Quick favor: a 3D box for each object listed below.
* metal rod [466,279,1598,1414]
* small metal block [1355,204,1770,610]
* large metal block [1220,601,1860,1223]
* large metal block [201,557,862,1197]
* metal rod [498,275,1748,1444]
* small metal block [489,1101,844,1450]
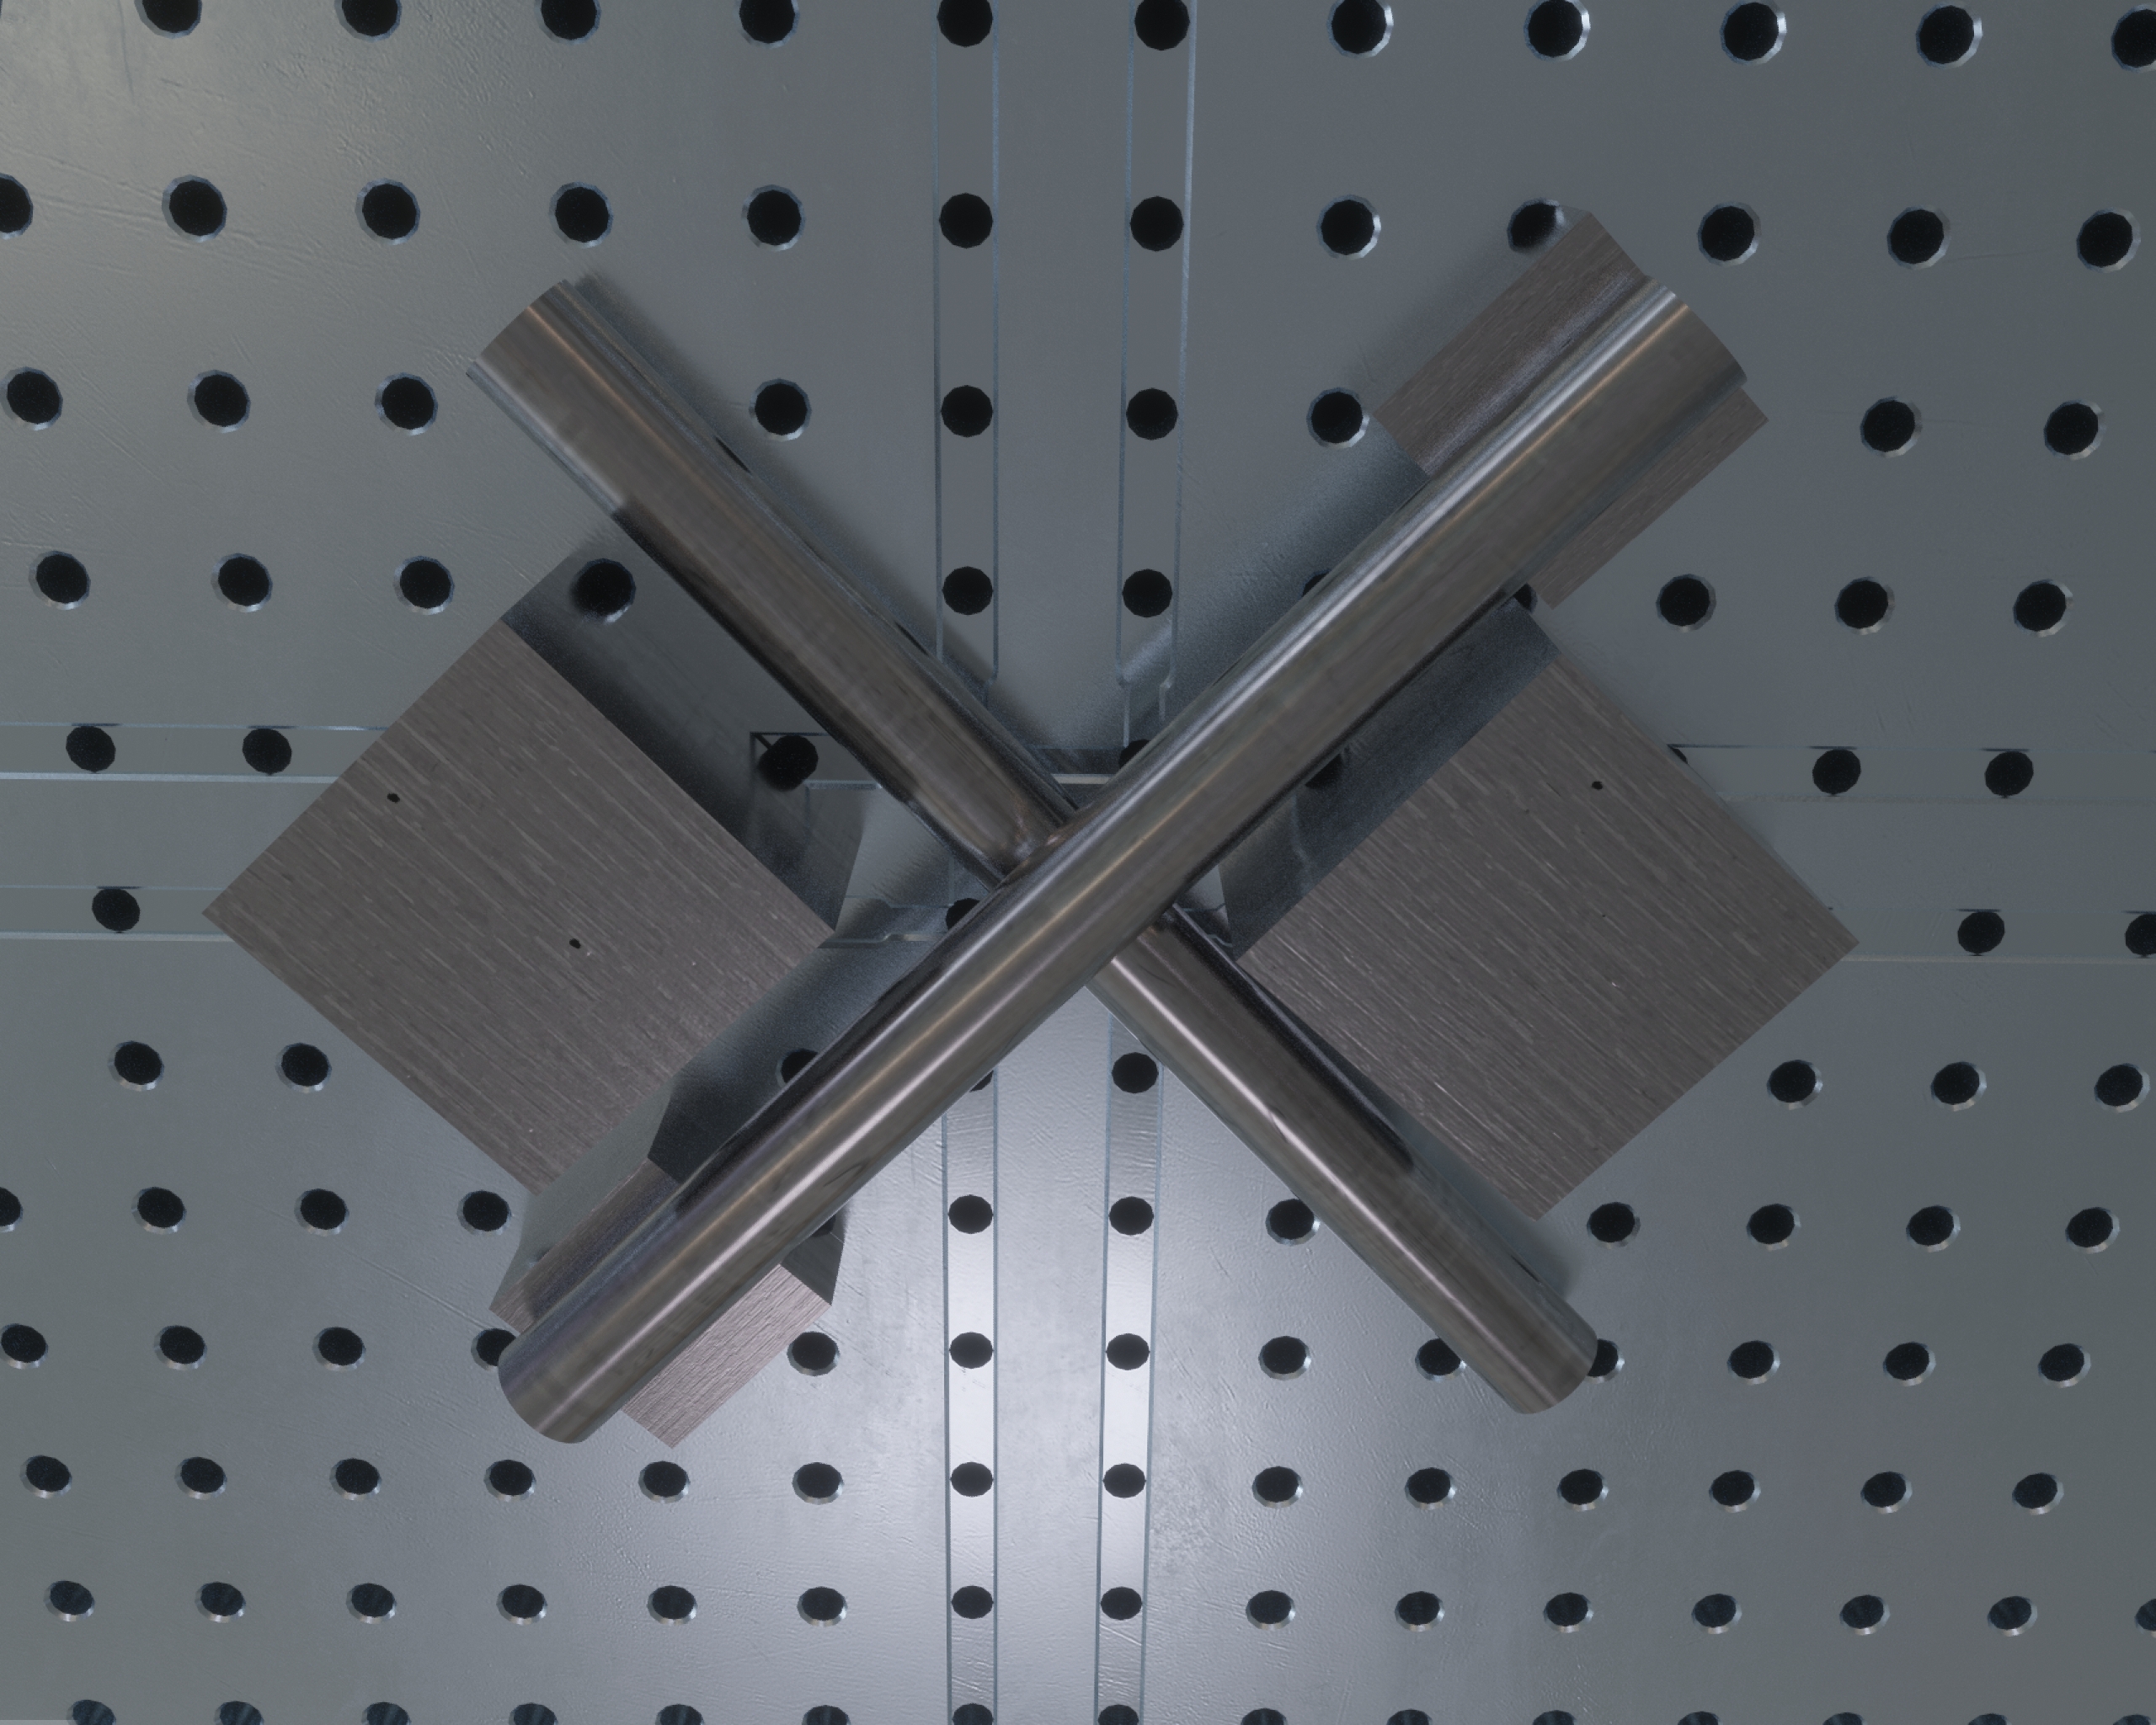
[{"bbox_3d":[0.001,0.007,0.415,0.025,0.025,0.300,-41,105,13],"label":"metal rod"},{"bbox_3d":[0.088,-0.084,0.384,0.050,0.025,0.050,-42,105,14],"label":"small metal block"},{"bbox_3d":[0.086,0.008,0.404,0.080,0.050,0.080,41,105,-14],"label":"large metal block"},{"bbox_3d":[-0.101,0.002,0.400,0.080,0.050,0.080,-41,105,13],"label":"large metal block"},{"bbox_3d":[-0.002,0.009,0.389,0.299,0.025,0.025,-43,105,14],"label":"metal rod"},{"bbox_3d":[-0.087,0.088,0.445,0.050,0.025,0.050,43,104,-14],"label":"small metal block"}]
